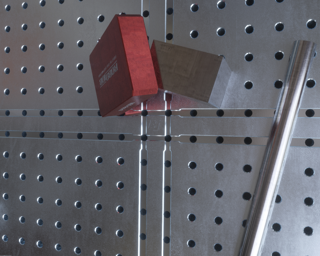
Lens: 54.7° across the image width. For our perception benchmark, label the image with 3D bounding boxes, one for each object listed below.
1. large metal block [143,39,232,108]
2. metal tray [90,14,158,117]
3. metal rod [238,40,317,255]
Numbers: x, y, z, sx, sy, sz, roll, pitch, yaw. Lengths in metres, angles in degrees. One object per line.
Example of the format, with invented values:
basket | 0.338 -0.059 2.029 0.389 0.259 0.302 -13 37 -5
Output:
large metal block | 0.035 -0.061 0.370 0.080 0.080 0.050 19 95 18
metal tray | -0.051 -0.070 0.383 0.130 0.030 0.090 -20 82 63
metal rod | 0.132 0.048 0.365 0.025 0.025 0.298 15 95 19
